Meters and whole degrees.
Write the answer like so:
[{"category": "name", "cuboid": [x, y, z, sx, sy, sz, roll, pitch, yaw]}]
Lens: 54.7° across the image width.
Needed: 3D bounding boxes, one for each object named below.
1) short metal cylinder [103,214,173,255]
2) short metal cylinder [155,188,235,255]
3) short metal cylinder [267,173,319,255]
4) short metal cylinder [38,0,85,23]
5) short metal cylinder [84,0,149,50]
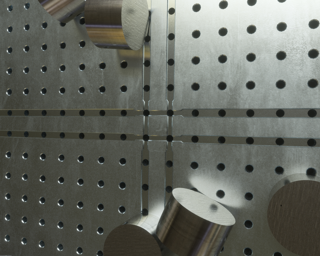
[{"category": "short metal cylinder", "cuboid": [-0.027, 0.160, 0.409, 0.080, 0.050, 0.079, 0, 90, 20]}, {"category": "short metal cylinder", "cuboid": [0.042, 0.114, 0.369, 0.080, 0.080, 0.050, 26, 99, 18]}, {"category": "short metal cylinder", "cuboid": [0.161, 0.093, 0.342, 0.080, 0.050, 0.079, 0, 90, 20]}, {"category": "short metal cylinder", "cuboid": [-0.133, -0.195, 0.430, 0.050, 0.080, 0.080, -25, 82, 18]}, {"category": "short metal cylinder", "cuboid": [-0.053, -0.143, 0.402, 0.050, 0.080, 0.079, 8, 93, 20]}]
